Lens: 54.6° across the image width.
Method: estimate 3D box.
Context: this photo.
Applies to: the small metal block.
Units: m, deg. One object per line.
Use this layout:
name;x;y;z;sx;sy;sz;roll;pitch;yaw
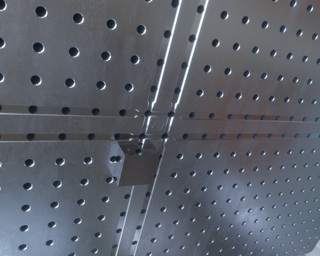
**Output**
small metal block;-0.033;0.051;0.424;0.050;0.025;0.050;1;118;-29
